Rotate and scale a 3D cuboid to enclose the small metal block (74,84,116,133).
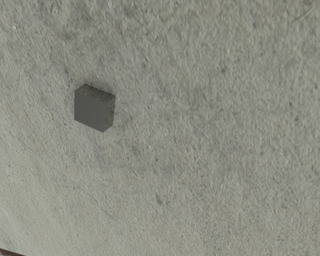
[{"bbox_3d":[-0.093,-0.028,0.439,0.050,0.025,0.050,23,127,14],"label":"small metal block"}]
